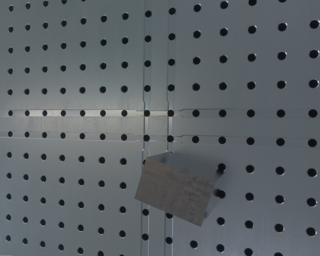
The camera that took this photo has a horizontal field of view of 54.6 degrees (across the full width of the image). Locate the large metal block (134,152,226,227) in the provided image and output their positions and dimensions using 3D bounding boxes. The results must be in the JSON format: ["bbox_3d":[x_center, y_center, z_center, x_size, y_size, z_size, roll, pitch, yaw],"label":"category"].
[{"bbox_3d":[0.028,0.068,0.374,0.080,0.080,0.050,18,96,19],"label":"large metal block"}]
